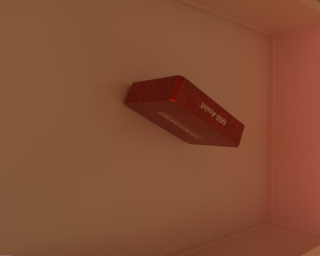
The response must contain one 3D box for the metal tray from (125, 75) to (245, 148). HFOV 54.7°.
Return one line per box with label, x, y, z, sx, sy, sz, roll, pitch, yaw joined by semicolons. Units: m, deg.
metal tray;0.033;-0.016;0.389;0.130;0.090;0.030;31;71;-37
